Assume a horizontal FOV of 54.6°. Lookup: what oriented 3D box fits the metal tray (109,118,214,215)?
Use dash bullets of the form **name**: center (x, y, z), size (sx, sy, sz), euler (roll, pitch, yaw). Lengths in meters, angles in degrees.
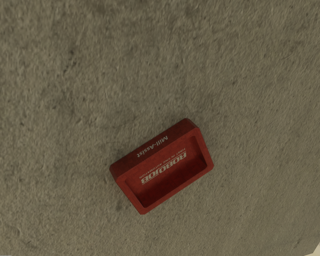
- **metal tray**: center (0.006, 0.056, 0.440), size (0.130, 0.030, 0.090), euler (-32, 129, -7)
